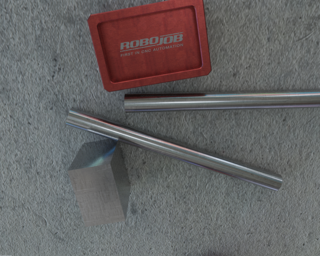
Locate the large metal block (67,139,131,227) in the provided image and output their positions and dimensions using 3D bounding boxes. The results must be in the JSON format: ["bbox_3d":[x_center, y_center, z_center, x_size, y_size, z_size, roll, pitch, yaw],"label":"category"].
[{"bbox_3d":[-0.074,0.068,0.404,0.050,0.080,0.079,-10,110,3],"label":"large metal block"}]

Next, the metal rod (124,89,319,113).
[{"bbox_3d":[0.107,-0.036,0.398,0.302,0.025,0.025,-1,110,0],"label":"metal rod"}]

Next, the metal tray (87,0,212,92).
[{"bbox_3d":[-0.010,-0.099,0.370,0.131,0.030,0.089,-9,110,3],"label":"metal tray"}]

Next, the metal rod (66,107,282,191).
[{"bbox_3d":[0.025,0.031,0.421,0.302,0.025,0.025,18,109,-7],"label":"metal rod"}]
